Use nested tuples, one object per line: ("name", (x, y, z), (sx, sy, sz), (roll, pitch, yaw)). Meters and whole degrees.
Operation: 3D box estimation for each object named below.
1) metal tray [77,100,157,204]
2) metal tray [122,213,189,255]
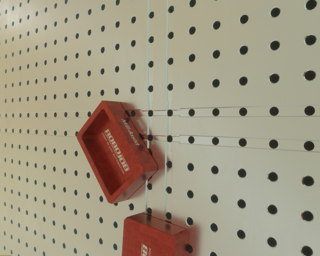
("metal tray", (-0.069, 0.034, 0.464), (0.090, 0.030, 0.130), (-47, 62, 30))
("metal tray", (-0.010, 0.191, 0.416), (0.090, 0.030, 0.129), (6, 94, 40))
